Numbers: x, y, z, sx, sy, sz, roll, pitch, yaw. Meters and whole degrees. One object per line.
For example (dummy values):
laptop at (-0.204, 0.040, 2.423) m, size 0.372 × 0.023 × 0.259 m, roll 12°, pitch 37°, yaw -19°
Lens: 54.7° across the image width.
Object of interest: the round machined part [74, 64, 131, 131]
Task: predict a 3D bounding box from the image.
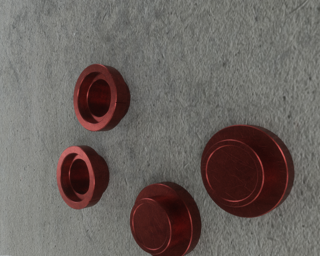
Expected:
round machined part at (-0.082, -0.044, 0.462) m, size 0.098 × 0.042 × 0.097 m, roll 0°, pitch 90°, yaw 40°

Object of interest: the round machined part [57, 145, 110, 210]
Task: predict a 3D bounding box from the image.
round machined part at (-0.118, 0.076, 0.492) m, size 0.098 × 0.042 × 0.097 m, roll 0°, pitch 90°, yaw 40°

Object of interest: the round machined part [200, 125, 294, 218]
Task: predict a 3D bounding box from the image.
round machined part at (0.084, 0.045, 0.325) m, size 0.098 × 0.042 × 0.097 m, roll 0°, pitch 90°, yaw 40°

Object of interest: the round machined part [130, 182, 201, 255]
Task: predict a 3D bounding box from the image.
round machined part at (0.000, 0.120, 0.394) m, size 0.098 × 0.042 × 0.097 m, roll 0°, pitch 90°, yaw 40°
